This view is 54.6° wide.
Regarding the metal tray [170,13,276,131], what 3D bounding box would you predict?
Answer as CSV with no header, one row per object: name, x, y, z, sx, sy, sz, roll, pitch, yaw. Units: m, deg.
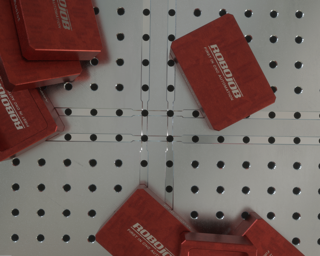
metal tray,0.081,-0.072,0.411,0.090,0.030,0.130,-28,90,0

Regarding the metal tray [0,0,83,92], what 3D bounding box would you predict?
metal tray,-0.162,-0.117,0.385,0.091,0.030,0.129,-20,91,-37

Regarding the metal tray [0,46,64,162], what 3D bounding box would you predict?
metal tray,-0.200,-0.033,0.409,0.090,0.030,0.130,-29,90,0

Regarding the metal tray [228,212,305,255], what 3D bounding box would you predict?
metal tray,0.118,0.191,0.412,0.090,0.030,0.130,42,90,0

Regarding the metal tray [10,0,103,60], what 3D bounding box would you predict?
metal tray,-0.129,-0.149,0.379,0.091,0.030,0.129,-10,83,-39

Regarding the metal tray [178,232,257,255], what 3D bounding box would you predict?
metal tray,0.065,0.199,0.380,0.090,0.030,0.129,5,90,0

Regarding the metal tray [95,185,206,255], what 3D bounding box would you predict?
metal tray,-0.007,0.151,0.411,0.130,0.030,0.090,42,90,0

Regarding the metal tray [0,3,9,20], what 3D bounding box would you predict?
metal tray,-0.241,-0.181,0.409,0.090,0.030,0.129,18,90,0
